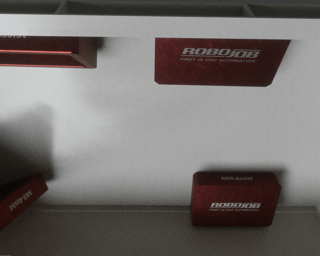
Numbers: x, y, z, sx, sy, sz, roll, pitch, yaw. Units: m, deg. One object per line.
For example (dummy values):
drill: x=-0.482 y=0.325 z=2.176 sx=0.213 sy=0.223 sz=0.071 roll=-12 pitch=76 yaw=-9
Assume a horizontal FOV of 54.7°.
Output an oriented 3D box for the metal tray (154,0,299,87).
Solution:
metal tray: x=0.060 y=-0.085 z=0.320 sx=0.131 sy=0.030 sz=0.090 roll=1 pitch=144 yaw=-1

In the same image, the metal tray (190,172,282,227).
metal tray: x=0.117 y=0.115 z=0.495 sx=0.131 sy=0.030 sz=0.089 roll=0 pitch=120 yaw=-1

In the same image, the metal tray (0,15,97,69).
metal tray: x=-0.133 y=-0.080 z=0.297 sx=0.131 sy=0.090 sz=0.030 roll=1 pitch=93 yaw=-1

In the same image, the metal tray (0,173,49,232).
metal tray: x=-0.230 y=0.112 z=0.433 sx=0.090 sy=0.130 sz=0.030 roll=-18 pitch=102 yaw=15
